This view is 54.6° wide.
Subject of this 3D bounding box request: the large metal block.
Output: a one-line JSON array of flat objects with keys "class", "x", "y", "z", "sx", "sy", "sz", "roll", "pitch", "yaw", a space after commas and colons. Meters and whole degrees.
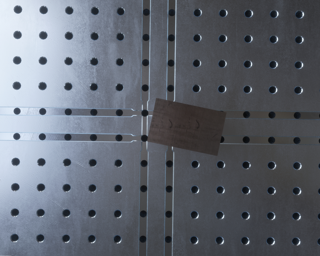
[{"class": "large metal block", "x": 0.030, "y": -0.001, "z": 0.386, "sx": 0.080, "sy": 0.080, "sz": 0.050, "roll": 12, "pitch": 90, "yaw": 0}]
